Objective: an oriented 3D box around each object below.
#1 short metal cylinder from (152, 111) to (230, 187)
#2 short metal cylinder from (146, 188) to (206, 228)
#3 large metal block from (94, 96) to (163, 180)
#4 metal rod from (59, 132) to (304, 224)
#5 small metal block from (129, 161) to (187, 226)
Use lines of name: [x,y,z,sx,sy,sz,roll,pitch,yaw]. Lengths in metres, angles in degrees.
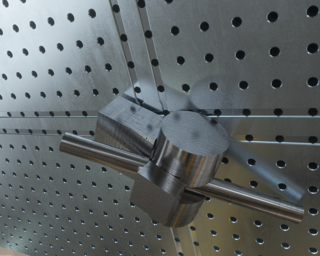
short metal cylinder: [0.035,0.023,0.367,0.080,0.080,0.050,25,127,13]
short metal cylinder: [0.019,0.083,0.412,0.080,0.080,0.050,27,128,11]
large metal block: [-0.040,0.016,0.419,0.080,0.050,0.079,26,128,12]
metal rod: [0.027,0.061,0.379,0.302,0.025,0.025,17,127,-1]
small metal block: [-0.003,0.074,0.352,0.050,0.025,0.050,31,129,18]
